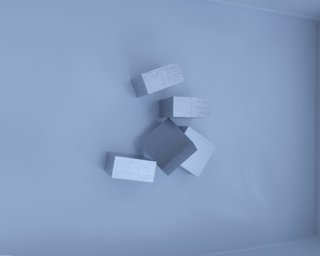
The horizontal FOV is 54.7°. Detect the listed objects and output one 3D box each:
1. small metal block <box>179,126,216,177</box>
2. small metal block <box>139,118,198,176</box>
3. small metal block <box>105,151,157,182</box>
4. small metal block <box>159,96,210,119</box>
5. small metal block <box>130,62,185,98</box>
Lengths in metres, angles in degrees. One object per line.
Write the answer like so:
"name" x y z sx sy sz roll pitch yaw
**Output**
"small metal block" 0.041 0.032 0.425 0.050 0.025 0.050 35 79 -17
"small metal block" 0.010 0.023 0.394 0.050 0.050 0.025 -41 147 -3
"small metal block" -0.038 0.047 0.383 0.050 0.050 0.025 10 89 -20
"small metal block" 0.031 -0.026 0.409 0.050 0.050 0.025 1 90 -20
"small metal block" -0.004 -0.061 0.395 0.050 0.050 0.025 -22 98 -19
